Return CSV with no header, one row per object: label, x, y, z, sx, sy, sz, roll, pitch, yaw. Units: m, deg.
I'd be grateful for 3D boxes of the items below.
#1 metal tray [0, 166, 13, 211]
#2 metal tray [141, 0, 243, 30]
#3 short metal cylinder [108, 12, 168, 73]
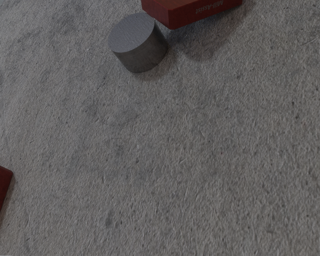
metal tray,-0.288,0.125,0.475,0.090,0.030,0.130,-8,58,23
metal tray,0.048,-0.198,0.466,0.131,0.030,0.090,-26,49,-18
short metal cylinder,-0.034,-0.134,0.488,0.080,0.050,0.080,-13,56,21
